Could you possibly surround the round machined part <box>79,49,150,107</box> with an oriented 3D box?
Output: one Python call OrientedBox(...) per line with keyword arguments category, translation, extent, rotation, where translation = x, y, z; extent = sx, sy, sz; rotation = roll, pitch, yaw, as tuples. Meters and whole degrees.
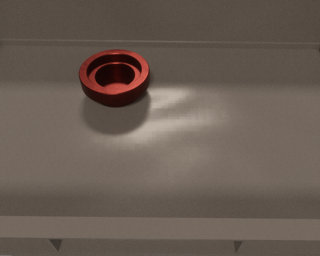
OrientedBox(category="round machined part", translation=(-0.064, -0.068, 0.451), extent=(0.099, 0.042, 0.098), rotation=(0, 50, 0))
